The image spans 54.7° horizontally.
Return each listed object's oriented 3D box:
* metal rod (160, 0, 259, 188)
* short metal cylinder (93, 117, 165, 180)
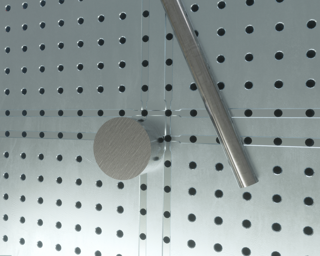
[{"bbox_3d":[0.053,-0.070,0.393,0.025,0.025,0.299,-24,82,18],"label":"metal rod"},{"bbox_3d":[-0.040,0.026,0.412,0.080,0.050,0.079,0,90,19],"label":"short metal cylinder"}]
